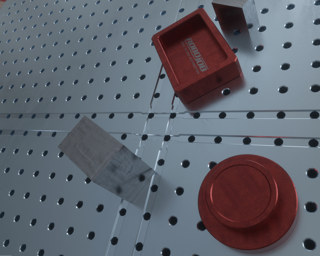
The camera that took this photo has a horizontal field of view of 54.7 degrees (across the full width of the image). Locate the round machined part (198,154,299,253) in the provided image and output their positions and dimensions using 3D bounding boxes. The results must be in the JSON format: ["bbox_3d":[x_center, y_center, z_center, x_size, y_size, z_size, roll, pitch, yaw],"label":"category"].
[{"bbox_3d":[0.084,0.070,0.310,0.098,0.042,0.098,-13,56,21],"label":"round machined part"}]

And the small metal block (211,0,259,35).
[{"bbox_3d":[0.107,-0.163,0.436,0.050,0.050,0.025,29,78,37],"label":"small metal block"}]

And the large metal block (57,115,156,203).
[{"bbox_3d":[-0.064,0.039,0.383,0.080,0.080,0.050,32,80,38],"label":"large metal block"}]

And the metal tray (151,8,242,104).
[{"bbox_3d":[0.048,-0.107,0.445,0.090,0.030,0.130,-28,52,10],"label":"metal tray"}]
